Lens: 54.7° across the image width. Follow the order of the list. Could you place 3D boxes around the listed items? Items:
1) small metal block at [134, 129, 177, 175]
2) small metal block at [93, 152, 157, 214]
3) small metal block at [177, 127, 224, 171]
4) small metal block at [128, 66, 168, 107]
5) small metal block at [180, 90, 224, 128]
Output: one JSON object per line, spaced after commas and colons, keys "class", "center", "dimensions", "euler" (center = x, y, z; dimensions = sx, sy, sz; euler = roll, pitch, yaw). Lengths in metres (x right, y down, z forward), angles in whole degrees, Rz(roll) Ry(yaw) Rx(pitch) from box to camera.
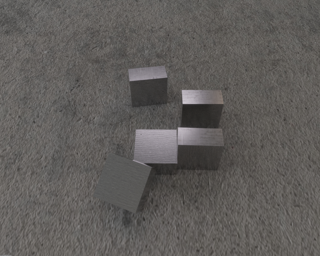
{"class": "small metal block", "center": [-0.005, 0.029, 0.379], "dimensions": [0.050, 0.025, 0.050], "euler": [1, 50, 0]}
{"class": "small metal block", "center": [-0.037, 0.059, 0.338], "dimensions": [0.050, 0.025, 0.050], "euler": [18, 85, 14]}
{"class": "small metal block", "center": [0.045, 0.026, 0.366], "dimensions": [0.050, 0.050, 0.025], "euler": [2, 50, 1]}
{"class": "small metal block", "center": [-0.017, -0.058, 0.435], "dimensions": [0.050, 0.050, 0.025], "euler": [-7, 51, -6]}
{"class": "small metal block", "center": [0.053, -0.023, 0.407], "dimensions": [0.050, 0.050, 0.025], "euler": [0, 50, 0]}
